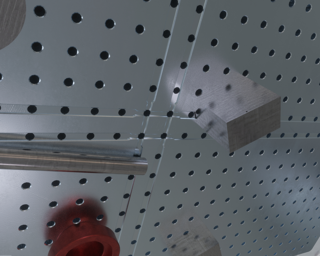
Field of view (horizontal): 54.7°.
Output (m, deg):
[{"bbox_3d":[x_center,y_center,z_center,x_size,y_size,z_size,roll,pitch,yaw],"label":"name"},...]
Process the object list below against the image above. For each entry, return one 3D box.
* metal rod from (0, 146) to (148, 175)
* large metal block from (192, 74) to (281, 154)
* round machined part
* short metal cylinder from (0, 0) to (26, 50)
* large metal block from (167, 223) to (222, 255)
[{"bbox_3d":[-0.150,0.035,0.351,0.302,0.025,0.025,8,114,-32],"label":"metal rod"},{"bbox_3d":[0.102,-0.022,0.418,0.080,0.080,0.050,-25,128,-13],"label":"large metal block"},{"bbox_3d":[-0.111,0.176,0.449,0.099,0.042,0.097,-14,124,-21],"label":"round machined part"},{"bbox_3d":[-0.153,-0.105,0.247,0.081,0.050,0.079,-14,124,-21],"label":"short metal cylinder"},{"bbox_3d":[0.068,0.239,0.580,0.080,0.050,0.080,-26,128,-12],"label":"large metal block"}]
